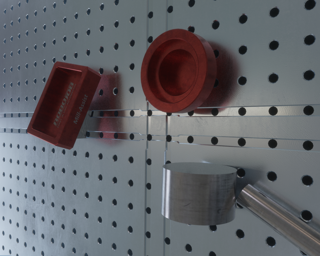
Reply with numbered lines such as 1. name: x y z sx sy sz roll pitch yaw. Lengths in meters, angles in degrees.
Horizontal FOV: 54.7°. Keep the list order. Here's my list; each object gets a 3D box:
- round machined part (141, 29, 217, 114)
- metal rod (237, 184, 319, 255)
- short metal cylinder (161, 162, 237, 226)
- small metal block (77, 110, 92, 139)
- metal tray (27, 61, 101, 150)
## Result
1. round machined part: 0.026 -0.066 0.377 0.098 0.042 0.097 0 90 40
2. metal rod: 0.192 0.142 0.250 0.300 0.025 0.025 35 112 34
3. short metal cylinder: 0.042 0.068 0.339 0.080 0.081 0.050 4 92 40
4. small metal block: -0.147 -0.014 0.530 0.050 0.025 0.050 25 105 37
5. metal tray: -0.157 -0.039 0.502 0.090 0.030 0.129 17 83 36
